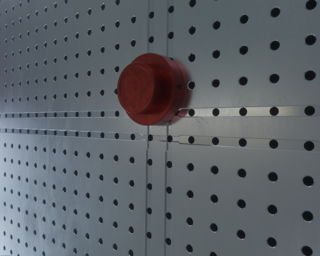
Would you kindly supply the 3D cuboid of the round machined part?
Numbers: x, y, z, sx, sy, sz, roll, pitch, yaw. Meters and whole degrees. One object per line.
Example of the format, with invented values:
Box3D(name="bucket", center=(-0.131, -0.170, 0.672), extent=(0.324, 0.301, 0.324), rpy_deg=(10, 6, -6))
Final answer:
Box3D(name="round machined part", center=(-0.019, -0.052, 0.416), extent=(0.098, 0.042, 0.097), rpy_deg=(0, 90, 40))
